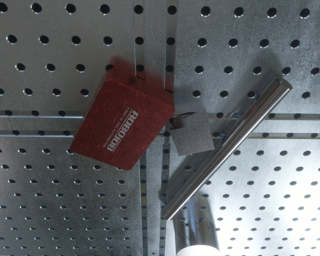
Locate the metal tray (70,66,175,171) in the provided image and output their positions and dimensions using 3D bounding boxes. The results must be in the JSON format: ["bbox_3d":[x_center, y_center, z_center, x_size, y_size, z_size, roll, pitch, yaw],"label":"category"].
[{"bbox_3d":[-0.051,-0.006,0.403,0.091,0.030,0.129,23,126,-19],"label":"metal tray"}]

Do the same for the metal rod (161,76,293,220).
[{"bbox_3d":[0.080,0.048,0.453,0.025,0.025,0.298,21,127,-17],"label":"metal rod"}]

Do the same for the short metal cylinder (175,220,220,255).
[{"bbox_3d":[0.069,0.217,0.582,0.081,0.050,0.079,0,130,0],"label":"short metal cylinder"}]

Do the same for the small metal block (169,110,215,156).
[{"bbox_3d":[0.044,0.008,0.419,0.050,0.025,0.050,-12,129,10],"label":"small metal block"}]
